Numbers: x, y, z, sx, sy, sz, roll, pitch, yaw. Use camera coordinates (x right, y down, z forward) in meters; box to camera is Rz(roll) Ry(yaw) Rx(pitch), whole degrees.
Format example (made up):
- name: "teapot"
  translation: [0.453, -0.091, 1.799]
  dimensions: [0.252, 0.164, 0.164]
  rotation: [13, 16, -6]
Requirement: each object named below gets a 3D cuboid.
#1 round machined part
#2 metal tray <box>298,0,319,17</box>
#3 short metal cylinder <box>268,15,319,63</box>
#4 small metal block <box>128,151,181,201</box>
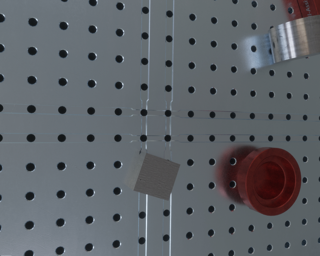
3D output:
- name: "round machined part"
  translation: [0.157, 0.077, 0.462]
  dimensions: [0.099, 0.042, 0.097]
  rotation: [0, 90, -20]
- name: "metal tray"
  translation: [0.278, -0.206, 0.512]
  dimensions: [0.091, 0.030, 0.129]
  rotation: [-24, 98, -19]
- name: "short metal cylinder"
  translation: [0.206, -0.130, 0.460]
  dimensions: [0.081, 0.080, 0.050]
  rotation: [-13, 95, -20]
- name: "small metal block"
  translation: [-0.007, 0.063, 0.410]
  dimensions: [0.050, 0.025, 0.050]
  rotation: [21, 83, -19]
